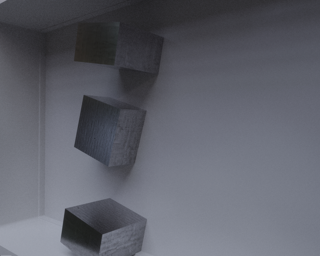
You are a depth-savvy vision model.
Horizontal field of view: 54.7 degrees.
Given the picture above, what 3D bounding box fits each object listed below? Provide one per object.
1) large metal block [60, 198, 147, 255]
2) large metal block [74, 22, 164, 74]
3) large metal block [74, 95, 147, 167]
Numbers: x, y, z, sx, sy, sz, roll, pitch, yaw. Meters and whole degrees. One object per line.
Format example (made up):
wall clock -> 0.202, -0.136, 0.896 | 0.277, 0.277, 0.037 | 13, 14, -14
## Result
large metal block -> -0.078, 0.143, 0.433 | 0.080, 0.081, 0.050 | 17, 101, 38
large metal block -> -0.054, -0.105, 0.414 | 0.080, 0.081, 0.050 | 15, 99, 39
large metal block -> -0.073, 0.002, 0.449 | 0.080, 0.050, 0.079 | 22, 104, 37
